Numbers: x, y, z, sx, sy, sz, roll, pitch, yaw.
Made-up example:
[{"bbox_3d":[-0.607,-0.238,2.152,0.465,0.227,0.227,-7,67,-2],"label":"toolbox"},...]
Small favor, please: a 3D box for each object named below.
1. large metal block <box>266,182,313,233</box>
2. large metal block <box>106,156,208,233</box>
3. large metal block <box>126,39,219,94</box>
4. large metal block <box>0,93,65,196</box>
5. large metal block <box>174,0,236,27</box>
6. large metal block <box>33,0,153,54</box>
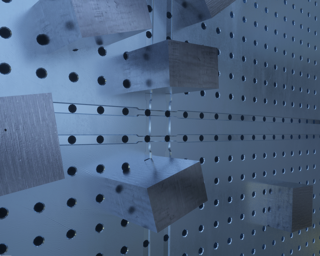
[{"bbox_3d":[0.254,0.151,0.604,0.081,0.050,0.080,4,87,-40],"label":"large metal block"},{"bbox_3d":[-0.004,0.073,0.369,0.081,0.080,0.050,-20,103,-38],"label":"large metal block"},{"bbox_3d":[0.015,-0.071,0.384,0.081,0.080,0.050,-4,93,-40],"label":"large metal block"},{"bbox_3d":[-0.139,0.014,0.276,0.081,0.050,0.080,-12,98,-39],"label":"large metal block"},{"bbox_3d":[0.061,-0.204,0.442,0.080,0.050,0.080,-43,116,-31],"label":"large metal block"},{"bbox_3d":[-0.068,-0.113,0.315,0.081,0.080,0.050,-22,104,-38],"label":"large metal block"}]
